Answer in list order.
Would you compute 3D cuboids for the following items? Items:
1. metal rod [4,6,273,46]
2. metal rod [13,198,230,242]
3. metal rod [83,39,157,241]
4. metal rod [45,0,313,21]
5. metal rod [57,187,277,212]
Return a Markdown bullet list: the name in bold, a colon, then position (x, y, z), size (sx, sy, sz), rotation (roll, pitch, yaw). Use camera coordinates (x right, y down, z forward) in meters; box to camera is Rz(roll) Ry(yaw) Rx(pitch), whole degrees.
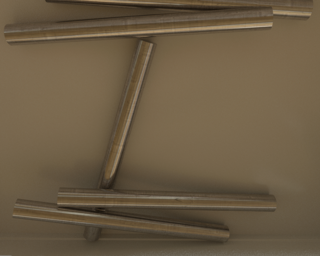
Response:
- **metal rod**: position (-0.028, -0.116, 0.356), size (0.302, 0.025, 0.025), rotation (-2, 110, 5)
- **metal rod**: position (-0.044, 0.133, 0.438), size (0.302, 0.025, 0.025), rotation (11, 110, -13)
- **metal rod**: position (-0.059, 0.029, 0.421), size (0.025, 0.025, 0.298), rotation (16, 109, -6)
- **metal rod**: position (0.022, -0.147, 0.357), size (0.302, 0.025, 0.025), rotation (3, 110, -2)
- **metal rod**: position (0.016, 0.101, 0.431), size (0.302, 0.025, 0.025), rotation (4, 110, -9)
